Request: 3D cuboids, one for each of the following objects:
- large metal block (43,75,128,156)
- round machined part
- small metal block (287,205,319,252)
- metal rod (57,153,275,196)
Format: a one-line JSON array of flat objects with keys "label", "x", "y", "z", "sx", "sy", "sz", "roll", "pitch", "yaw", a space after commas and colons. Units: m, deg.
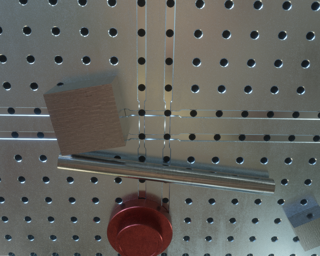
[{"label": "large metal block", "x": -0.089, "y": -0.017, "z": 0.393, "sx": 0.080, "sy": 0.050, "sz": 0.079, "roll": -9, "pitch": 110, "yaw": 3}, {"label": "round machined part", "x": -0.030, "y": 0.159, "z": 0.463, "sx": 0.099, "sy": 0.042, "sz": 0.097, "roll": 0, "pitch": 110, "yaw": -1}, {"label": "small metal block", "x": 0.232, "y": 0.153, "z": 0.473, "sx": 0.050, "sy": 0.025, "sz": 0.050, "roll": -27, "pitch": 108, "yaw": 9}, {"label": "metal rod", "x": 0.011, "y": 0.065, "z": 0.437, "sx": 0.302, "sy": 0.025, "sz": 0.025, "roll": 8, "pitch": 110, "yaw": -4}]
